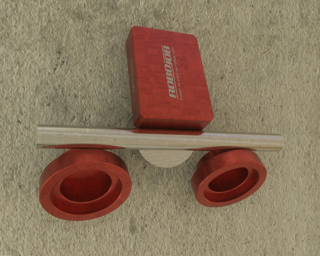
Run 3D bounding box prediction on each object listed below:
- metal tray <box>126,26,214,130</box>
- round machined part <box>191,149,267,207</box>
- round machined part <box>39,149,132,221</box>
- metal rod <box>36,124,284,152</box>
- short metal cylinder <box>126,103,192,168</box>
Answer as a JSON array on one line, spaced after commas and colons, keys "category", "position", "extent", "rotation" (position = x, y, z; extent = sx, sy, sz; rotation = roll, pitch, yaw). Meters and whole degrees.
[{"category": "metal tray", "position": [0.009, -0.062, 0.383], "extent": [0.091, 0.030, 0.130], "rotation": [2, 63, -20]}, {"category": "round machined part", "position": [0.088, 0.061, 0.417], "extent": [0.099, 0.042, 0.097], "rotation": [-10, 136, -10]}, {"category": "round machined part", "position": [-0.085, 0.059, 0.353], "extent": [0.099, 0.042, 0.097], "rotation": [-11, 132, -12]}, {"category": "metal rod", "position": [0.017, 0.014, 0.365], "extent": [0.303, 0.025, 0.025], "rotation": [2, 89, -21]}, {"category": "short metal cylinder", "position": [0.001, 0.008, 0.399], "extent": [0.081, 0.050, 0.079], "rotation": [0, 90, -21]}]
